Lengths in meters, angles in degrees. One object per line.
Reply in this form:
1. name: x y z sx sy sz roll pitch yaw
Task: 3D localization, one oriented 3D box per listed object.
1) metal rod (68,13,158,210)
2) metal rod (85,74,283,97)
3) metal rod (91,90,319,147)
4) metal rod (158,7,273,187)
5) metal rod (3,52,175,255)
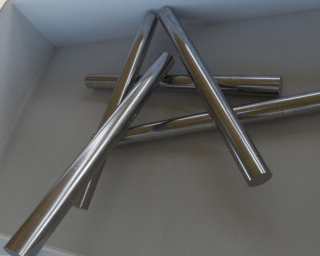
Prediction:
1. metal rod: -0.056 -0.038 0.424 0.025 0.025 0.300 3 63 30
2. metal rod: 0.012 -0.063 0.438 0.300 0.025 0.025 6 65 31
3. metal rod: 0.046 -0.005 0.384 0.300 0.025 0.025 -11 57 22
4. metal rod: 0.052 -0.062 0.383 0.025 0.025 0.299 -29 52 10
5. metal rod: -0.052 0.003 0.341 0.025 0.025 0.301 4 43 30
